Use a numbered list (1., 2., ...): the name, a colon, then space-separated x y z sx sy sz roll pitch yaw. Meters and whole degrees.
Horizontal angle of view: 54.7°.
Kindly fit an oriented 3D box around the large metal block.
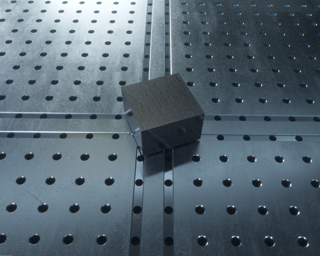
1. large metal block: 0.002 -0.019 0.404 0.081 0.050 0.080 -16 52 -14
